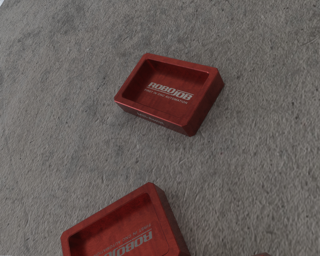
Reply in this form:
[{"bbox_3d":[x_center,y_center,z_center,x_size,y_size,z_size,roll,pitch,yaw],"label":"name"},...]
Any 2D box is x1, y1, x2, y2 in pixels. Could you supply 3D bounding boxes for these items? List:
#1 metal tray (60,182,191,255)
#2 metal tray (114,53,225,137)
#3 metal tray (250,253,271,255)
[{"bbox_3d":[-0.043,0.131,0.342,0.130,0.030,0.090,-31,52,7],"label":"metal tray"},{"bbox_3d":[0.010,-0.050,0.426,0.130,0.030,0.090,22,73,36],"label":"metal tray"},{"bbox_3d":[0.045,0.167,0.261,0.130,0.030,0.090,-21,67,15],"label":"metal tray"}]
